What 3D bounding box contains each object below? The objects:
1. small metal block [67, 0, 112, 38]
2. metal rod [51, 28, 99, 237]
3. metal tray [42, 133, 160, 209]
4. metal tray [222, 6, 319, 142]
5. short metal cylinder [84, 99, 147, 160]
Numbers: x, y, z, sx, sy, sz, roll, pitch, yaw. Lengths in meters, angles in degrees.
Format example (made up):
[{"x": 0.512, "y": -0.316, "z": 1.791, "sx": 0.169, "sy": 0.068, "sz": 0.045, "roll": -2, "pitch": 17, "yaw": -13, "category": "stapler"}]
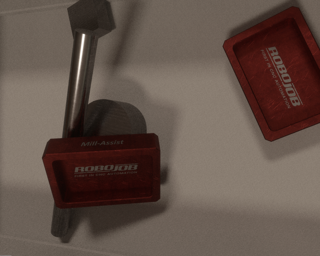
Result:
[{"x": -0.101, "y": -0.153, "z": 0.439, "sx": 0.050, "sy": 0.025, "sz": 0.050, "roll": -15, "pitch": 85, "yaw": 33, "category": "small metal block"}, {"x": -0.114, "y": 0.026, "z": 0.397, "sx": 0.025, "sy": 0.025, "sz": 0.298, "roll": 25, "pitch": 118, "yaw": 18, "category": "metal rod"}, {"x": -0.066, "y": 0.054, "z": 0.380, "sx": 0.131, "sy": 0.030, "sz": 0.089, "roll": -3, "pitch": 125, "yaw": -5, "category": "metal tray"}, {"x": 0.140, "y": -0.059, "z": 0.358, "sx": 0.090, "sy": 0.030, "sz": 0.129, "roll": -25, "pitch": 82, "yaw": 18, "category": "metal tray"}, {"x": -0.065, "y": 0.003, "z": 0.419, "sx": 0.080, "sy": 0.050, "sz": 0.079, "roll": 0, "pitch": 90, "yaw": 19, "category": "short metal cylinder"}]
